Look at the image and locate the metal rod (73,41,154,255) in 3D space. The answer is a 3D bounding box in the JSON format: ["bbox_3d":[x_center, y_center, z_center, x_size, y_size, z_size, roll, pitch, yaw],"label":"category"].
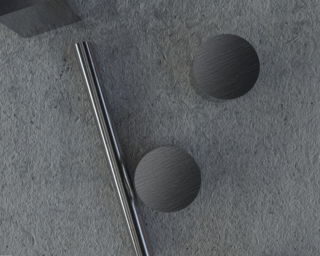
[{"bbox_3d":[-0.060,0.034,0.409,0.025,0.025,0.298,-16,90,0],"label":"metal rod"}]

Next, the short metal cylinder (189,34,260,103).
[{"bbox_3d":[0.080,-0.074,0.398,0.081,0.050,0.080,0,90,0],"label":"short metal cylinder"}]

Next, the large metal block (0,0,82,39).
[{"bbox_3d":[-0.153,-0.157,0.381,0.080,0.080,0.050,-18,90,0],"label":"large metal block"}]

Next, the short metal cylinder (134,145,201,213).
[{"bbox_3d":[0.009,0.062,0.398,0.081,0.050,0.080,0,90,0],"label":"short metal cylinder"}]
